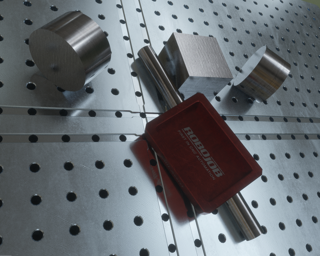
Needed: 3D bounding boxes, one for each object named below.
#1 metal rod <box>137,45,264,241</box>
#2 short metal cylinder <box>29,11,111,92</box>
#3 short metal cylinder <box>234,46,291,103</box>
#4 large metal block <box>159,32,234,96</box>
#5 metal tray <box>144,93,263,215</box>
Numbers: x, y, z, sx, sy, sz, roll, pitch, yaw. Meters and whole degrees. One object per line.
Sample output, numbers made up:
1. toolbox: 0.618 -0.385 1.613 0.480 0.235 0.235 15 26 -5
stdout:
1. metal rod: 0.048 0.010 0.427 0.025 0.025 0.299 -19 72 -35
2. short metal cylinder: -0.107 -0.091 0.371 0.080 0.080 0.050 39 51 -2
3. short metal cylinder: 0.169 -0.089 0.518 0.050 0.080 0.080 35 51 -6
4. large metal block: 0.055 -0.097 0.480 0.081 0.050 0.080 -3 63 -30
5. metal tray: 0.052 0.030 0.390 0.090 0.030 0.130 -32 76 -16
